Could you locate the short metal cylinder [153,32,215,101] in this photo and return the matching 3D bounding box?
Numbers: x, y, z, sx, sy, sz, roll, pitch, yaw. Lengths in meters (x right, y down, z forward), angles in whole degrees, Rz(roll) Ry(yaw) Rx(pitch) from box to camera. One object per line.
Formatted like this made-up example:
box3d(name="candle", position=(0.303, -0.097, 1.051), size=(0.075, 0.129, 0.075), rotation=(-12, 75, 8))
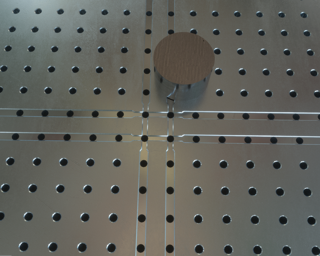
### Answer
box3d(name="short metal cylinder", position=(0.032, -0.084, 0.429), size=(0.080, 0.050, 0.080), rotation=(0, 70, 0))
